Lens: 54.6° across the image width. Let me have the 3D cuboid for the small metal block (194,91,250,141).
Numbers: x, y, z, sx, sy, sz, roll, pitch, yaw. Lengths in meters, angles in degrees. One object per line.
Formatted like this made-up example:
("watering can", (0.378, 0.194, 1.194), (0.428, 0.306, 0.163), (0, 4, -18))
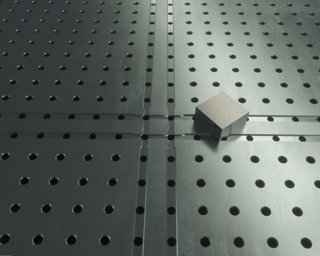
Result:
("small metal block", (0.083, -0.017, 0.423), (0.050, 0.025, 0.050), (-30, 56, -23))
